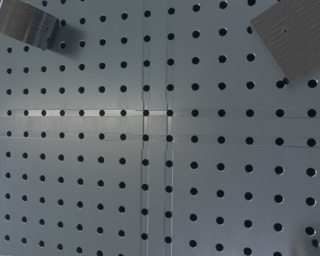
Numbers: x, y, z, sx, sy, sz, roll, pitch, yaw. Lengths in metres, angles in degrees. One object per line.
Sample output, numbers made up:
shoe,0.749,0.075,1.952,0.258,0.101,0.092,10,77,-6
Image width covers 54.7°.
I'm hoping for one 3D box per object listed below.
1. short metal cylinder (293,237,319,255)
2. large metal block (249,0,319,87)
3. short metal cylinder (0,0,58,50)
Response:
short metal cylinder,0.186,0.165,0.334,0.080,0.050,0.079,0,90,20
large metal block,0.158,-0.103,0.344,0.080,0.050,0.080,-32,80,17
short metal cylinder,-0.197,-0.154,0.453,0.080,0.080,0.050,26,99,18
